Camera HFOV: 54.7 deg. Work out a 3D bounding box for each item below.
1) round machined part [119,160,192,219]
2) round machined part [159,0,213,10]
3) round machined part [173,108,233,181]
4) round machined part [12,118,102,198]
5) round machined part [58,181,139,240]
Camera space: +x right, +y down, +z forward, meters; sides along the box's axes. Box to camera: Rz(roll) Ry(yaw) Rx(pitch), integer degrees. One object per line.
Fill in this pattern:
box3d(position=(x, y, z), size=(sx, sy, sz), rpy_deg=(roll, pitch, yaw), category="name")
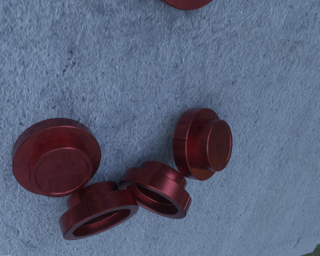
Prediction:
box3d(position=(-0.002, 0.080, 0.420), size=(0.098, 0.098, 0.042), rpy_deg=(56, 50, -39), category="round machined part")
box3d(position=(0.034, -0.169, 0.310), size=(0.099, 0.042, 0.097), rpy_deg=(-14, 124, -21), category="round machined part")
box3d(position=(0.063, 0.022, 0.413), size=(0.099, 0.042, 0.097), rpy_deg=(-4, 96, -51), category="round machined part")
box3d(position=(-0.116, 0.041, 0.358), size=(0.099, 0.042, 0.097), rpy_deg=(-14, 124, -21), category="round machined part")
box3d(position=(-0.081, 0.103, 0.398), size=(0.099, 0.042, 0.098), rpy_deg=(-21, 154, -11), category="round machined part")
